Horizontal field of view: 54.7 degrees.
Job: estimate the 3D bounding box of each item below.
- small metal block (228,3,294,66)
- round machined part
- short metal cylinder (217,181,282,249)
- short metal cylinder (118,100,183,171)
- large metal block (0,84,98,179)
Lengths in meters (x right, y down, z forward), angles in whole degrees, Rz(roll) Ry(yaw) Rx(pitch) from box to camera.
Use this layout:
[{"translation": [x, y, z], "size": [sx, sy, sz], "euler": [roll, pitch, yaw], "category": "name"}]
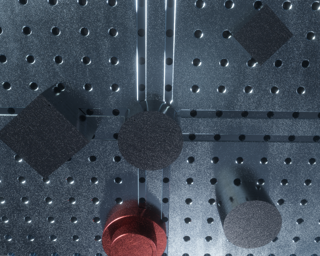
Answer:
[{"translation": [0.121, -0.112, 0.374], "size": [0.050, 0.025, 0.050], "euler": [42, 104, -14], "category": "small metal block"}, {"translation": [-0.039, 0.173, 0.468], "size": [0.099, 0.042, 0.097], "euler": [0, 110, -1], "category": "round machined part"}, {"translation": [0.127, 0.125, 0.448], "size": [0.081, 0.050, 0.079], "euler": [0, 110, -1], "category": "short metal cylinder"}, {"translation": [-0.012, 0.008, 0.403], "size": [0.081, 0.050, 0.079], "euler": [0, 110, -1], "category": "short metal cylinder"}, {"translation": [-0.142, 0.004, 0.400], "size": [0.080, 0.050, 0.080], "euler": [-38, 106, 12], "category": "large metal block"}]
